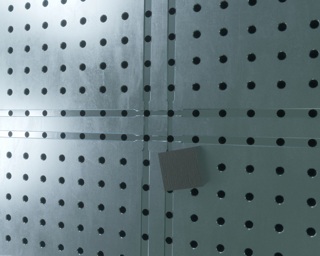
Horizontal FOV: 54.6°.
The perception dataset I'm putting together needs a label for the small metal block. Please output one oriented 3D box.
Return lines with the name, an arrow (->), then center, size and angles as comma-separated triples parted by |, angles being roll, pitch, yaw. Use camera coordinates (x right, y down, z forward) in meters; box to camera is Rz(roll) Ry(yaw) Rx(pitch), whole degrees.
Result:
small metal block -> 0.029, 0.052, 0.403 | 0.050, 0.025, 0.050 | -11, 86, 19
